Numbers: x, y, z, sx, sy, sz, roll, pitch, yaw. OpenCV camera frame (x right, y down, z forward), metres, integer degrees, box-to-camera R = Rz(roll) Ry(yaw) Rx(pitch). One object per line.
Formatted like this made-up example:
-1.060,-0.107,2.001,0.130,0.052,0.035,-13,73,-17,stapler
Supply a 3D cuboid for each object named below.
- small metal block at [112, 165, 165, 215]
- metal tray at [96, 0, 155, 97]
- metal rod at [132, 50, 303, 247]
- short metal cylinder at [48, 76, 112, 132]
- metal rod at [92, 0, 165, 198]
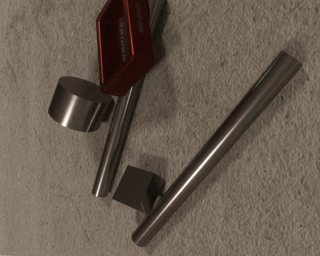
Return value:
-0.029,0.082,0.412,0.050,0.025,0.050,10,69,42,small metal block
-0.050,-0.118,0.410,0.090,0.030,0.130,-35,56,47,metal tray
0.050,0.042,0.362,0.025,0.025,0.298,50,119,28,metal rod
-0.120,-0.037,0.465,0.080,0.081,0.050,40,115,32,short metal cylinder
-0.049,-0.037,0.442,0.025,0.025,0.298,28,108,36,metal rod
